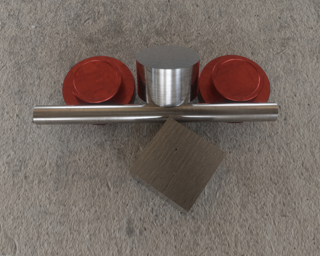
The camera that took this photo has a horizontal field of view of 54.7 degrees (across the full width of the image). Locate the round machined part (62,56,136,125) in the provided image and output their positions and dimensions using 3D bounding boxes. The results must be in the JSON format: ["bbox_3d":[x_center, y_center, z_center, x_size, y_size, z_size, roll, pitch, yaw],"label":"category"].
[{"bbox_3d":[-0.083,-0.056,0.420,0.099,0.042,0.098,0,70,0],"label":"round machined part"}]

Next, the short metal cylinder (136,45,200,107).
[{"bbox_3d":[0.010,-0.069,0.402,0.080,0.050,0.080,0,35,0],"label":"short metal cylinder"}]

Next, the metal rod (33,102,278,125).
[{"bbox_3d":[-0.005,-0.019,0.394,0.302,0.025,0.025,-1,70,-1],"label":"metal rod"}]

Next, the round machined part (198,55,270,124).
[{"bbox_3d":[0.102,-0.059,0.423,0.099,0.042,0.098,0,70,0],"label":"round machined part"}]

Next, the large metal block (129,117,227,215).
[{"bbox_3d":[0.021,0.047,0.377,0.080,0.050,0.080,34,73,11],"label":"large metal block"}]
